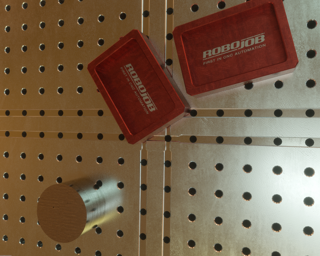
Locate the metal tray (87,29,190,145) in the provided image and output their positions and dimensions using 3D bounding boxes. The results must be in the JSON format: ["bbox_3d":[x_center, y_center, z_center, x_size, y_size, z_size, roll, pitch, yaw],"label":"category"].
[{"bbox_3d":[-0.030,-0.054,0.419,0.090,0.030,0.130,-33,80,16],"label":"metal tray"}]

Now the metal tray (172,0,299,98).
[{"bbox_3d":[0.089,-0.097,0.378,0.130,0.030,0.090,-14,85,19],"label":"metal tray"}]

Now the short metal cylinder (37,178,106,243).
[{"bbox_3d":[-0.125,0.115,0.442,0.080,0.050,0.079,0,90,19],"label":"short metal cylinder"}]
